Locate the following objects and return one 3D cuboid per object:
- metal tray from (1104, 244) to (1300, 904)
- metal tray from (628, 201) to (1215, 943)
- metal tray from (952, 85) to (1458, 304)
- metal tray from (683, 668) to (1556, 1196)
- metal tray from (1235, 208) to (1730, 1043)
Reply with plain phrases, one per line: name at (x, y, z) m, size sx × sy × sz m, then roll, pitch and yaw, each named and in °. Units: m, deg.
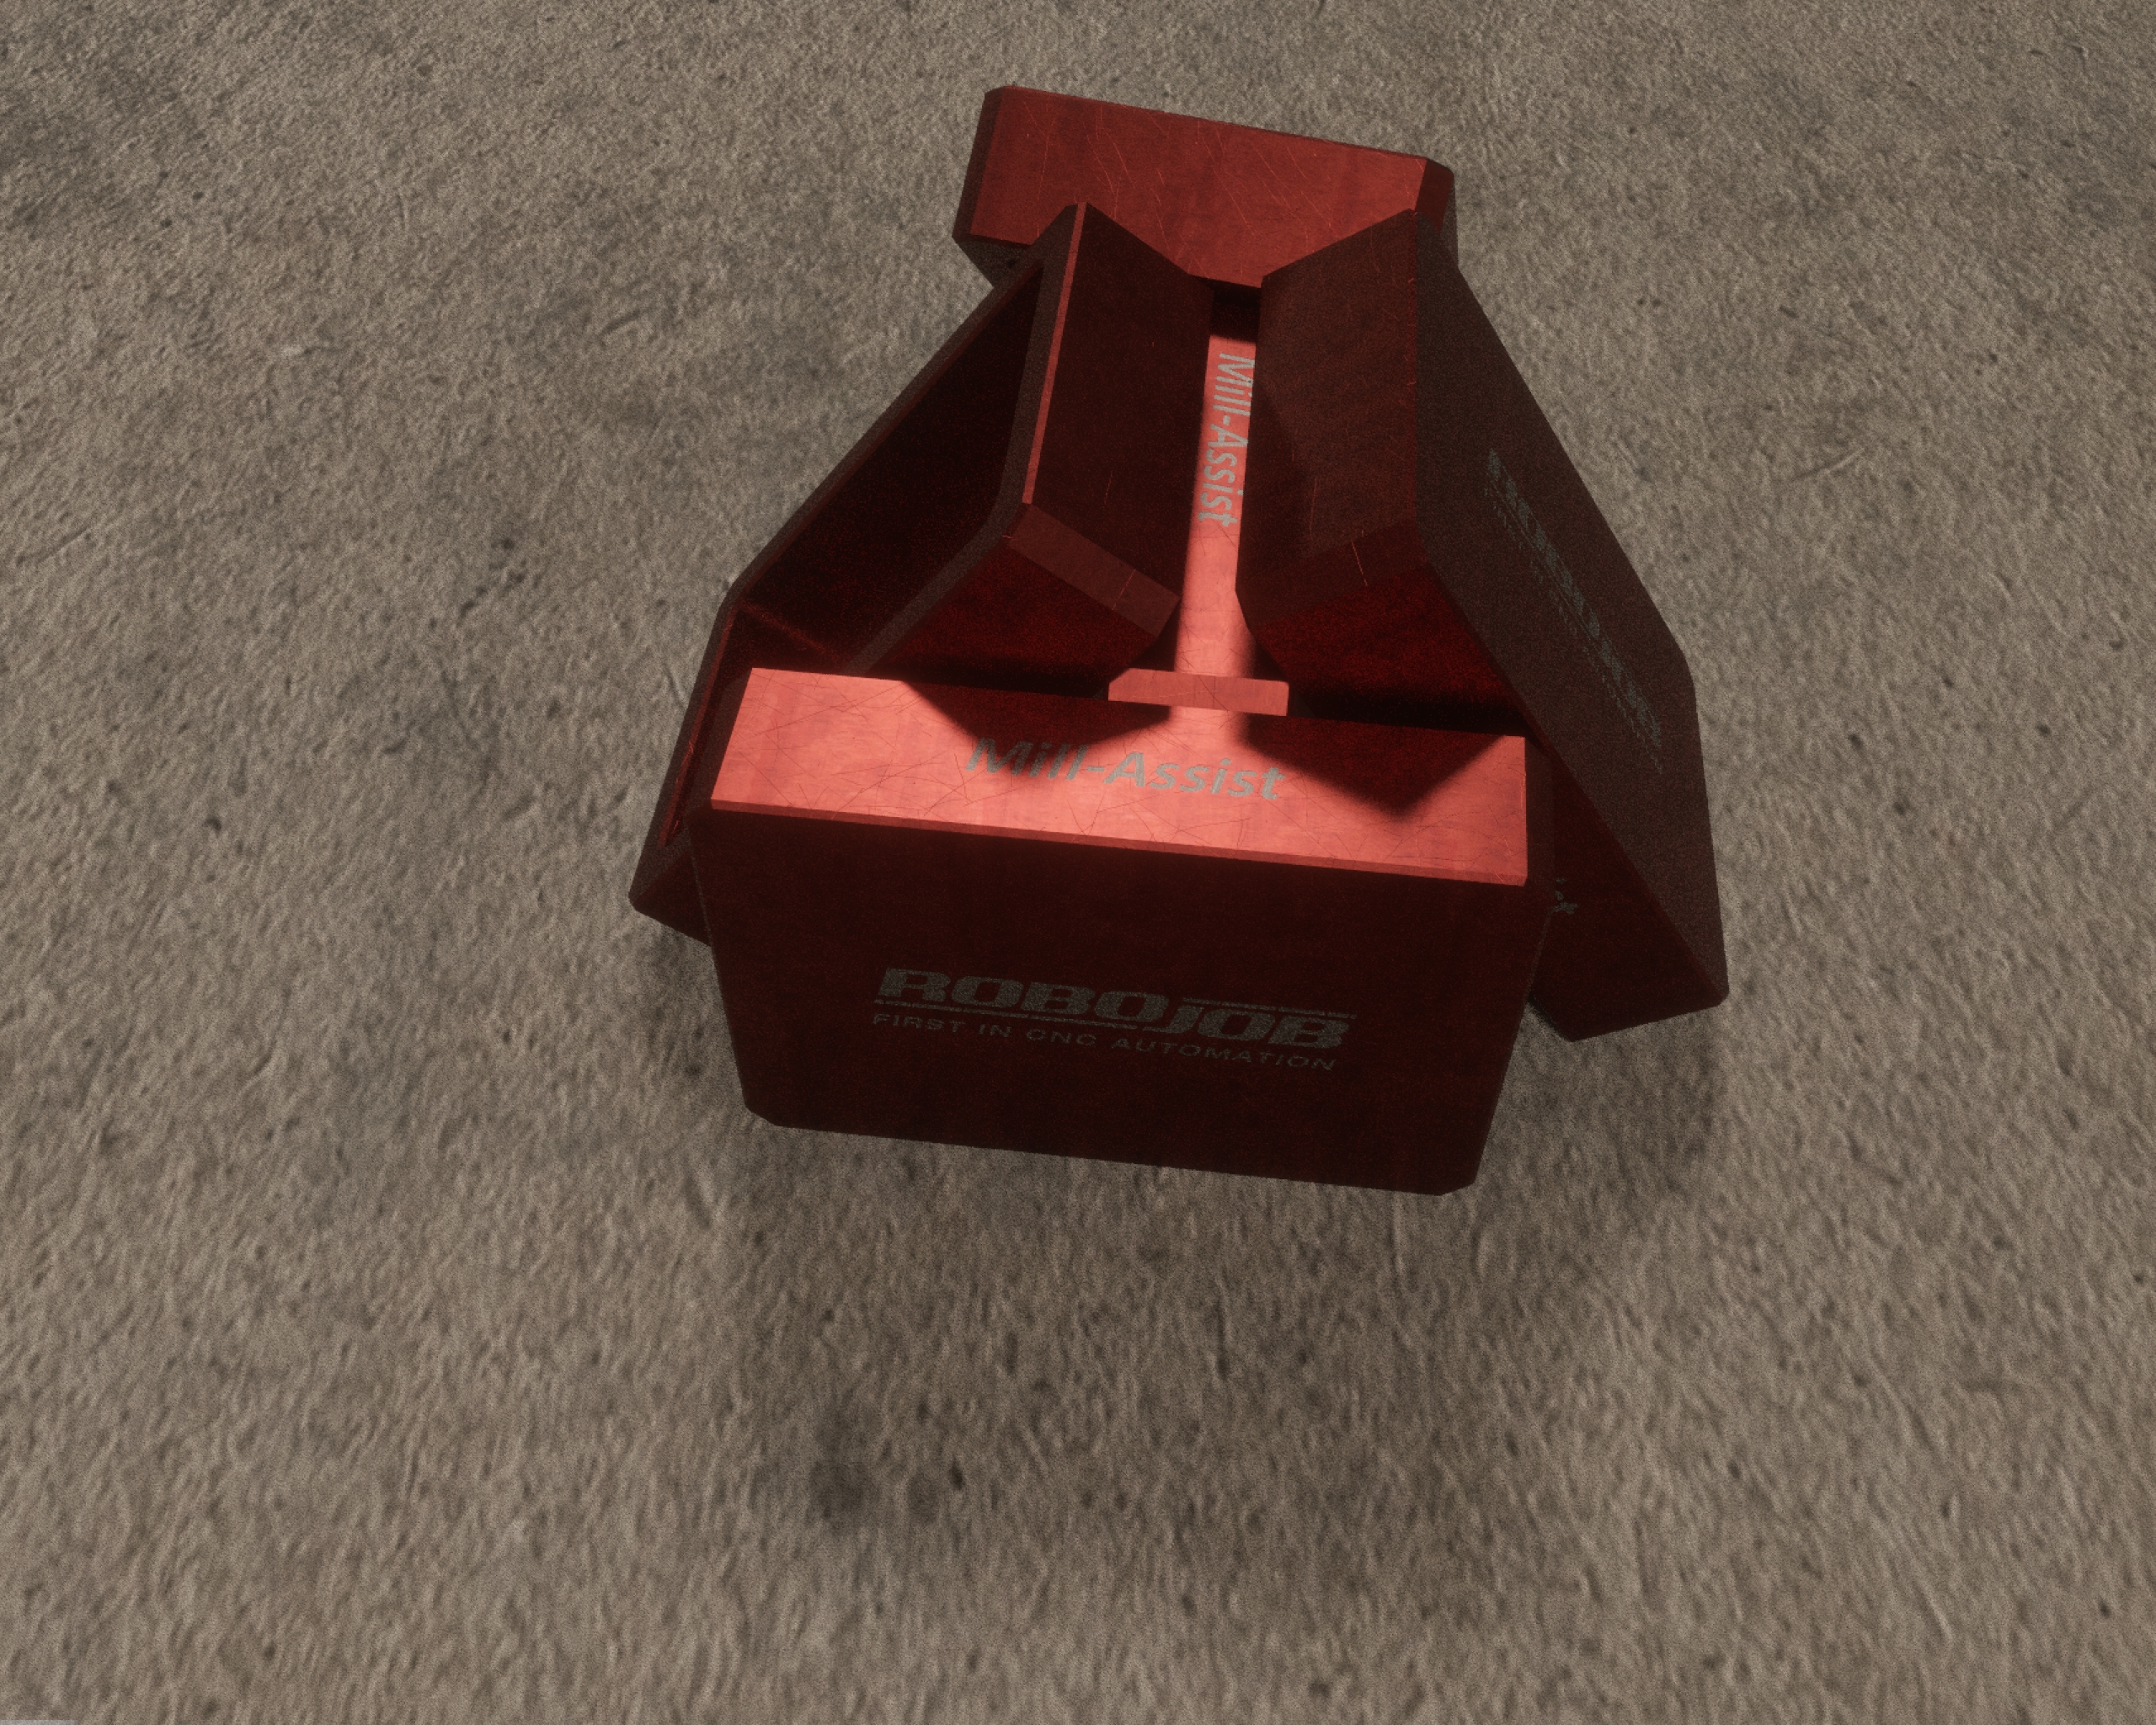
metal tray at (0.026, -0.047, 0.401) m, size 0.030 × 0.089 × 0.130 m, roll 6°, pitch 50°, yaw 4°
metal tray at (-0.030, -0.047, 0.381) m, size 0.030 × 0.129 × 0.090 m, roll 30°, pitch 46°, yaw -24°
metal tray at (0.034, -0.123, 0.448) m, size 0.090 × 0.130 × 0.030 m, roll 14°, pitch 93°, yaw 11°
metal tray at (0.007, 0.014, 0.350) m, size 0.131 × 0.089 × 0.030 m, roll 5°, pitch 51°, yaw 4°
metal tray at (0.076, -0.039, 0.374) m, size 0.030 × 0.130 × 0.090 m, roll -19°, pitch 44°, yaw 29°
